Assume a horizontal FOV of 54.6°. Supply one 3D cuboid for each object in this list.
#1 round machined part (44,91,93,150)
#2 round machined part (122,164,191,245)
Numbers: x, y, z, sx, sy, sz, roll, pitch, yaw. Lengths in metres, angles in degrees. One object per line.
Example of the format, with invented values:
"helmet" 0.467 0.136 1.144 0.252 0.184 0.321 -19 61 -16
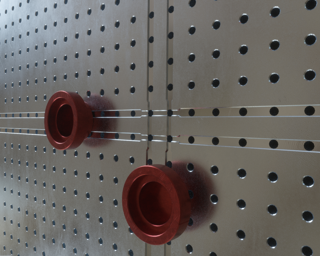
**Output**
"round machined part" -0.151 -0.013 0.525 0.098 0.042 0.097 0 90 40
"round machined part" 0.000 0.095 0.399 0.098 0.042 0.097 0 90 40
